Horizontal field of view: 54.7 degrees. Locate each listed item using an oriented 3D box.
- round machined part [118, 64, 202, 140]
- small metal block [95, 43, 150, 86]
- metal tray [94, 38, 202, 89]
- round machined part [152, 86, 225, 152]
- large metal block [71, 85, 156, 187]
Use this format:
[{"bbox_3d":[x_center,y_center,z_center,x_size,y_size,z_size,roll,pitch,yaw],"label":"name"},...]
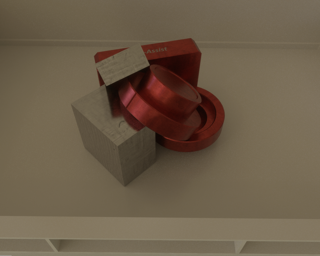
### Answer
[{"bbox_3d":[0.007,-0.034,0.346,0.098,0.042,0.098,30,24,-15],"label":"round machined part"},{"bbox_3d":[-0.043,-0.070,0.341,0.050,0.025,0.050,-27,16,-6],"label":"small metal block"},{"bbox_3d":[-0.015,-0.066,0.415,0.131,0.089,0.030,-12,52,-10],"label":"metal tray"},{"bbox_3d":[0.031,-0.008,0.401,0.099,0.042,0.098,0,50,0],"label":"round machined part"},{"bbox_3d":[-0.051,0.008,0.361,0.050,0.080,0.080,-37,59,-27],"label":"large metal block"}]
